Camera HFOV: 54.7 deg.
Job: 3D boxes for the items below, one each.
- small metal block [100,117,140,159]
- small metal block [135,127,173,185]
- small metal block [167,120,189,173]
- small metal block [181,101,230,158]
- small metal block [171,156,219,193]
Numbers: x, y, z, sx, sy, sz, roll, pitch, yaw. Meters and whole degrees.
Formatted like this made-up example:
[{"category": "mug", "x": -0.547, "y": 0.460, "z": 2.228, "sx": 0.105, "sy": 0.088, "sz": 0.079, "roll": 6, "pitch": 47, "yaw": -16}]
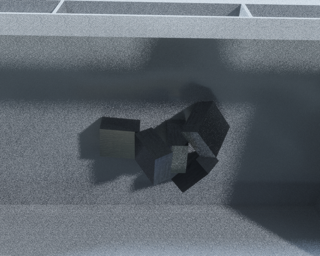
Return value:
[{"category": "small metal block", "x": -0.054, "y": 0.014, "z": 0.417, "sx": 0.050, "sy": 0.025, "sz": 0.050, "roll": 5, "pitch": 130, "yaw": -5}, {"category": "small metal block", "x": -0.009, "y": 0.036, "z": 0.397, "sx": 0.025, "sy": 0.050, "sz": 0.050, "roll": -21, "pitch": 138, "yaw": -24}, {"category": "small metal block", "x": 0.022, "y": 0.024, "z": 0.412, "sx": 0.025, "sy": 0.050, "sz": 0.050, "roll": 1, "pitch": 130, "yaw": -1}, {"category": "small metal block", "x": 0.058, "y": 0.002, "z": 0.389, "sx": 0.025, "sy": 0.050, "sz": 0.050, "roll": 0, "pitch": 140, "yaw": 44}, {"category": "small metal block", "x": 0.050, "y": 0.059, "z": 0.439, "sx": 0.025, "sy": 0.050, "sz": 0.050, "roll": 50, "pitch": 120, "yaw": 6}]
